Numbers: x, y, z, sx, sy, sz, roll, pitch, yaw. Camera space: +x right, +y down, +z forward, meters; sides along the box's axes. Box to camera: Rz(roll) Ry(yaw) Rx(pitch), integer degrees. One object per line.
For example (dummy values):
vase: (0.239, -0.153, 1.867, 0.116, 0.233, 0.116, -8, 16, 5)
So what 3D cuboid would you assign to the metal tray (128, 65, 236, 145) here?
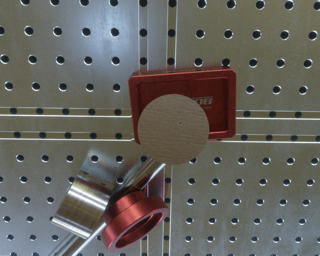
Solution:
metal tray: (0.029, -0.029, 0.399, 0.131, 0.030, 0.089, -4, 110, 1)

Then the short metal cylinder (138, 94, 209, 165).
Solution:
short metal cylinder: (0.016, 0.002, 0.373, 0.080, 0.050, 0.080, 0, 88, 1)

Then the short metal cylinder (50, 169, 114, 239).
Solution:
short metal cylinder: (-0.105, 0.102, 0.421, 0.050, 0.080, 0.080, 29, 107, -10)

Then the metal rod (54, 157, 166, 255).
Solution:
metal rod: (-0.080, 0.127, 0.459, 0.025, 0.025, 0.299, 40, 105, -13)

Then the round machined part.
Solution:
round machined part: (-0.039, 0.125, 0.431, 0.098, 0.098, 0.042, -47, 62, 15)
